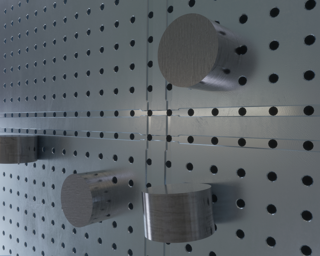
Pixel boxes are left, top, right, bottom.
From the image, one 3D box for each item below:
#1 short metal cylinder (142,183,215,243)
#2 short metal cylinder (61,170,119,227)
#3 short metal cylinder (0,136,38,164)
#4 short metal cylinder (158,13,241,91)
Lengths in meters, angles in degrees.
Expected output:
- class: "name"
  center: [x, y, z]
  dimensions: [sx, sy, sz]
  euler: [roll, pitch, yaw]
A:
- class: "short metal cylinder"
  center: [0.021, 0.094, 0.357]
  dimensions: [0.080, 0.081, 0.050]
  euler: [-7, 86, 40]
- class: "short metal cylinder"
  center: [-0.110, 0.109, 0.484]
  dimensions: [0.080, 0.050, 0.079]
  euler: [0, 90, 40]
- class: "short metal cylinder"
  center: [-0.284, 0.040, 0.608]
  dimensions: [0.080, 0.081, 0.050]
  euler: [2, 91, 40]
- class: "short metal cylinder"
  center: [0.044, -0.084, 0.357]
  dimensions: [0.080, 0.050, 0.079]
  euler: [0, 90, 40]
